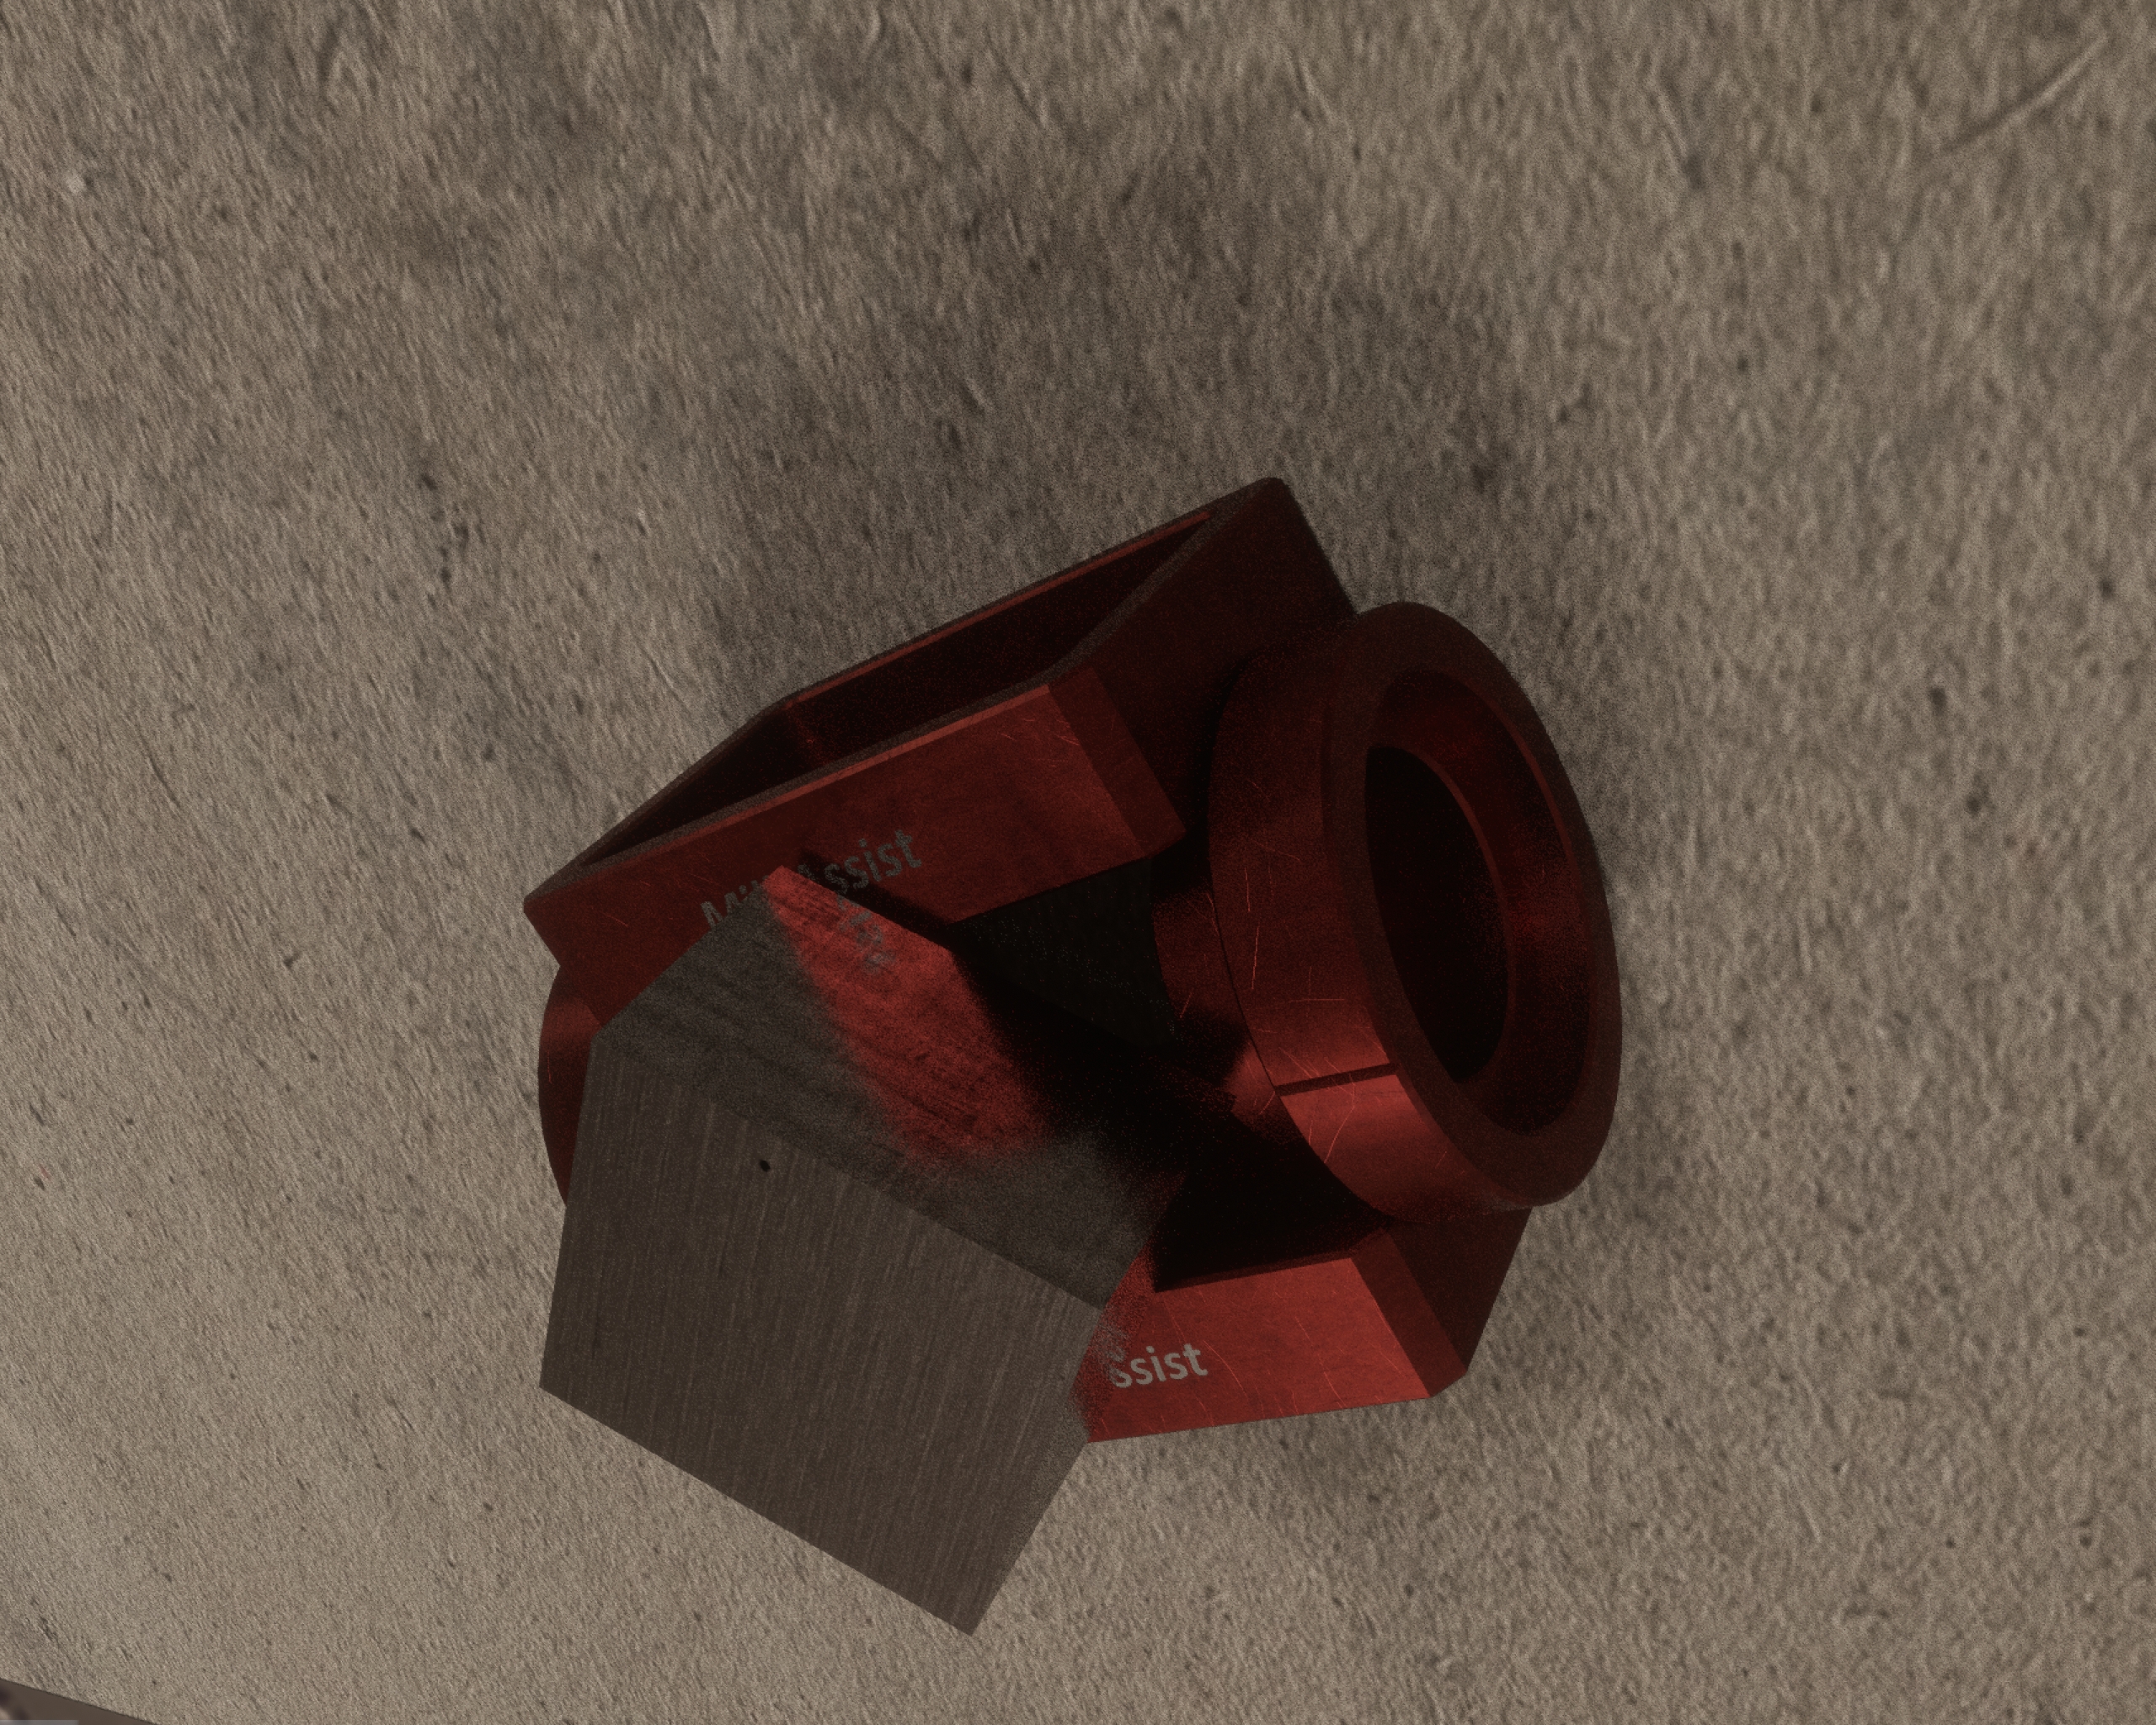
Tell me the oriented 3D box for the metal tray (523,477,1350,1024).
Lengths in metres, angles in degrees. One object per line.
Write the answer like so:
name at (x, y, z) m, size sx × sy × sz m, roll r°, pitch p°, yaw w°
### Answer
metal tray at (-0.025, -0.018, 0.368) m, size 0.130 × 0.090 × 0.030 m, roll -19°, pitch 108°, yaw 35°

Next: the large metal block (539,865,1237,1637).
large metal block at (-0.032, 0.060, 0.325) m, size 0.080 × 0.050 × 0.079 m, roll 26°, pitch 128°, yaw 11°

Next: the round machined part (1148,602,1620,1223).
round machined part at (0.048, 0.010, 0.341) m, size 0.042 × 0.098 × 0.098 m, roll -17°, pitch 110°, yaw 34°

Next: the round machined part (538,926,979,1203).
round machined part at (-0.055, 0.044, 0.415) m, size 0.042 × 0.098 × 0.098 m, roll -17°, pitch 110°, yaw 34°

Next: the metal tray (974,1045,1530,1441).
metal tray at (0.021, 0.067, 0.394) m, size 0.130 × 0.090 × 0.030 m, roll -19°, pitch 109°, yaw 35°
